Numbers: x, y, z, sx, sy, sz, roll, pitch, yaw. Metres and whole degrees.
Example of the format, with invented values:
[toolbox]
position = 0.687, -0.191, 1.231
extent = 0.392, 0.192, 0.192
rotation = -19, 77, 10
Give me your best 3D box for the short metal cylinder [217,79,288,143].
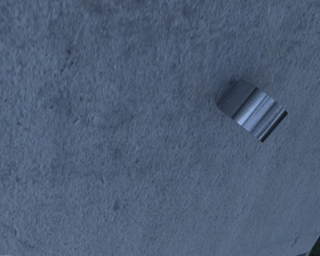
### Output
[short metal cylinder]
position = 0.126, -0.024, 0.428
extent = 0.080, 0.080, 0.050
rotation = 31, 101, -38
